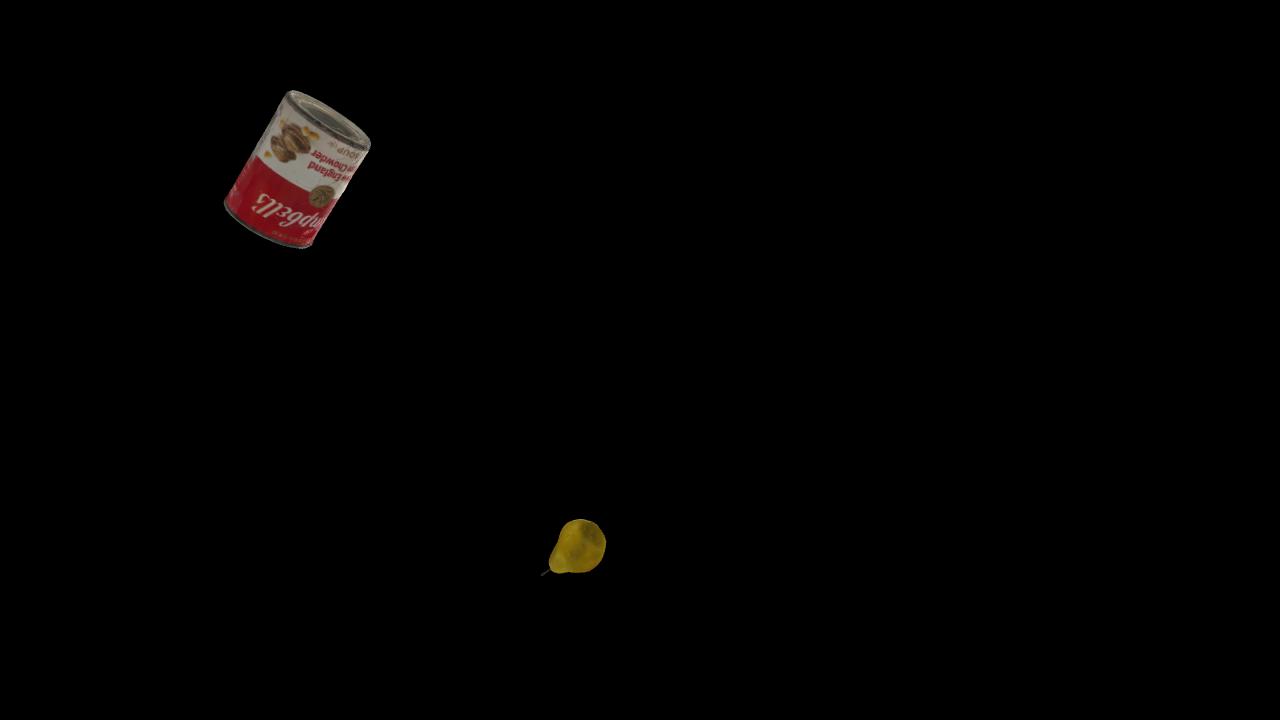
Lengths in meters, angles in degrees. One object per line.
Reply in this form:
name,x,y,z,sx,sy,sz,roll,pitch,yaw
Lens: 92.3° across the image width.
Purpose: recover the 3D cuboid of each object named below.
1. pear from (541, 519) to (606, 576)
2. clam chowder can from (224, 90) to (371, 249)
pear,-0.103,0.290,0.924,0.111,0.080,0.080,-40,-21,27
clam chowder can,-0.269,-0.149,0.486,0.068,0.102,0.068,37,14,-10
